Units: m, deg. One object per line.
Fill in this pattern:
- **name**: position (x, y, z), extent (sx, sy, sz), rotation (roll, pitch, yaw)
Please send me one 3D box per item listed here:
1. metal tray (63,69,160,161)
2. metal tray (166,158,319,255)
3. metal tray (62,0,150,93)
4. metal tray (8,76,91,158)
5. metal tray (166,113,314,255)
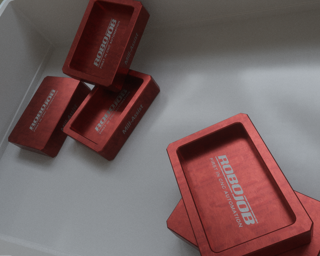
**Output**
- **metal tray**: position (-0.071, -0.027, 0.454), extent (0.090, 0.030, 0.130), rotation (24, 74, 36)
- **metal tray**: position (0.083, 0.091, 0.296), extent (0.130, 0.030, 0.090), rotation (22, 67, 36)
- **metal tray**: position (-0.080, -0.127, 0.458), extent (0.090, 0.030, 0.129), rotation (19, 87, 22)
- **metal tray**: position (-0.180, -0.023, 0.508), extent (0.090, 0.030, 0.130), rotation (10, 66, 32)
- **metal tray**: position (0.067, 0.055, 0.290), extent (0.090, 0.030, 0.130), rotation (-24, 49, 7)
